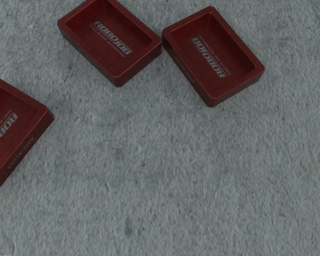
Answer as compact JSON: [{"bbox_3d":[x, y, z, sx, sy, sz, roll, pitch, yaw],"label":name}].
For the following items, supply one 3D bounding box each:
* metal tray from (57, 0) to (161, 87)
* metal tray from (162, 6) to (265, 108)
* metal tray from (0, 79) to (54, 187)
[{"bbox_3d":[-0.073,-0.132,0.452,0.090,0.030,0.130,-43,76,-14],"label":"metal tray"},{"bbox_3d":[0.073,-0.104,0.444,0.090,0.030,0.130,-30,73,-11],"label":"metal tray"},{"bbox_3d":[-0.214,0.009,0.399,0.090,0.030,0.130,30,72,10],"label":"metal tray"}]
